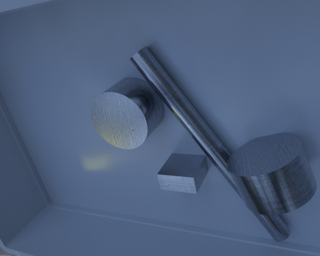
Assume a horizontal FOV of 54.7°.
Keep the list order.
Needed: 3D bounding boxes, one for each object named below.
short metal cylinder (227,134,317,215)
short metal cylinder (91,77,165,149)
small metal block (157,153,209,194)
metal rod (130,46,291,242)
[{"bbox_3d":[0.121,0.049,0.339,0.080,0.080,0.050,-16,110,34],"label":"short metal cylinder"},{"bbox_3d":[-0.041,-0.019,0.401,0.080,0.050,0.079,13,124,20],"label":"short metal cylinder"},{"bbox_3d":[0.031,0.059,0.411,0.050,0.050,0.025,1,119,27],"label":"small metal block"},{"bbox_3d":[0.068,0.026,0.388,0.025,0.025,0.300,-33,101,38],"label":"metal rod"}]
